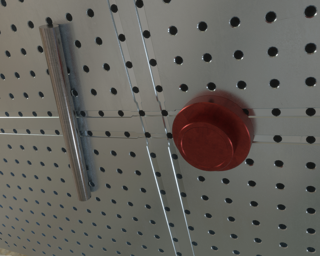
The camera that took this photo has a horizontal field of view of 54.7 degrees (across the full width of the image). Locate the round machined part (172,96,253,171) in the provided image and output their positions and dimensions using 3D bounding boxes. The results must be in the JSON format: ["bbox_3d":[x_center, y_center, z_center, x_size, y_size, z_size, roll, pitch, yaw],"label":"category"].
[{"bbox_3d":[0.060,0.013,0.376,0.098,0.042,0.097,13,124,20],"label":"round machined part"}]

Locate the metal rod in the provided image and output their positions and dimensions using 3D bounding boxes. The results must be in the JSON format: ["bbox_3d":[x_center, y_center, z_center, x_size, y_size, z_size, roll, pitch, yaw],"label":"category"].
[{"bbox_3d":[-0.140,-0.005,0.479,0.025,0.025,0.298,12,123,21],"label":"metal rod"}]
